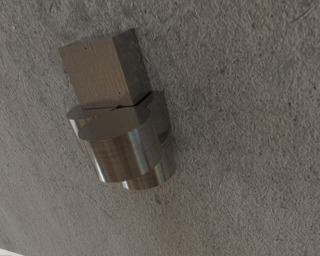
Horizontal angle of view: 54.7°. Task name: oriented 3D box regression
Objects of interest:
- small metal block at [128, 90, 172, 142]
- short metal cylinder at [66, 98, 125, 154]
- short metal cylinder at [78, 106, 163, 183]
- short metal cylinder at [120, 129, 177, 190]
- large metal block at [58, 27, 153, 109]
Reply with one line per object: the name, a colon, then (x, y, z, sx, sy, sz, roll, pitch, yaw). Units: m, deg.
small metal block: (-0.011, -0.015, 0.391, 0.025, 0.050, 0.050, 1, 119, 28)
short metal cylinder: (-0.075, -0.007, 0.409, 0.080, 0.080, 0.050, -2, 117, 29)
short metal cylinder: (-0.042, 0.015, 0.340, 0.080, 0.080, 0.050, -2, 117, 29)
short metal cylinder: (-0.023, 0.037, 0.408, 0.080, 0.080, 0.050, 0, 118, 28)
large metal block: (-0.065, -0.072, 0.383, 0.080, 0.050, 0.080, -2, 118, 29)
